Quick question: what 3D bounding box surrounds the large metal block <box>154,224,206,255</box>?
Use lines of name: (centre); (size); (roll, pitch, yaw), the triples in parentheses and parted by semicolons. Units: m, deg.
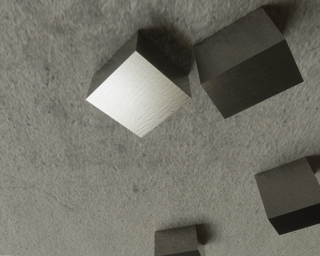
large metal block: (0.040, 0.235, 0.591); (0.080, 0.050, 0.080); (-14, 129, 11)

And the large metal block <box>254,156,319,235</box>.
large metal block: (0.197, 0.100, 0.460); (0.080, 0.080, 0.050); (-25, 126, 19)

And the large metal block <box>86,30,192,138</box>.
large metal block: (-0.023, -0.047, 0.351); (0.080, 0.050, 0.080); (37, 121, -27)

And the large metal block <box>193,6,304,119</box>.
large metal block: (0.085, -0.067, 0.315); (0.080, 0.080, 0.050); (-27, 125, 21)
